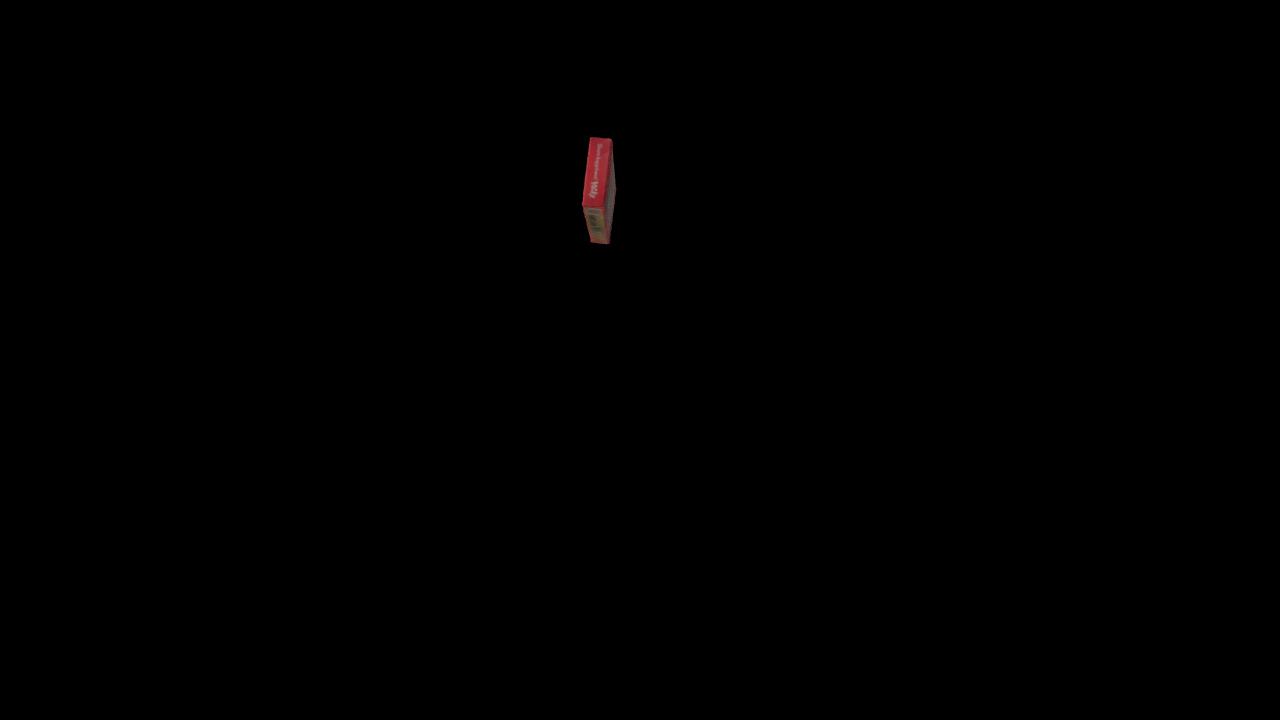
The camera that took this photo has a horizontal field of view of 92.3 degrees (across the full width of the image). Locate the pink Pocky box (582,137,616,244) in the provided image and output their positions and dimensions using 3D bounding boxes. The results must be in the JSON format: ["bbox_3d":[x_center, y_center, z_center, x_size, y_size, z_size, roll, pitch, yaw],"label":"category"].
[{"bbox_3d":[-0.050,-0.207,0.774,0.029,0.084,0.155,6,-5,0],"label":"pink Pocky box"}]
